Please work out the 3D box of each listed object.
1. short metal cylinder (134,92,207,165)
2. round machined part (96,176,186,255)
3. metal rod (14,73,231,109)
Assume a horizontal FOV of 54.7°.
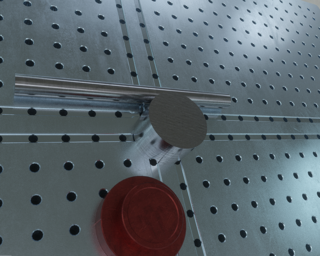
[{"bbox_3d":[0.013,0.001,0.398,0.081,0.050,0.080,14,56,-21],"label":"short metal cylinder"},{"bbox_3d":[-0.015,0.097,0.330,0.099,0.042,0.098,14,56,-21],"label":"round machined part"},{"bbox_3d":[-0.030,-0.046,0.419,0.303,0.025,0.025,1,61,-28],"label":"metal rod"}]
